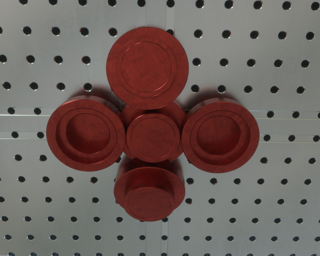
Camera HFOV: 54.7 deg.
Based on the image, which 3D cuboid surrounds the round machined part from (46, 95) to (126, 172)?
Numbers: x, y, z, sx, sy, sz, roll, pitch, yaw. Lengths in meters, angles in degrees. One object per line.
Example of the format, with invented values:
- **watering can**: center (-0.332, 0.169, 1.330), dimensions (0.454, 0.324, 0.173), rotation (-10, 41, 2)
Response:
- **round machined part**: center (-0.092, 0.004, 0.404), dimensions (0.099, 0.042, 0.097), rotation (0, 110, -1)

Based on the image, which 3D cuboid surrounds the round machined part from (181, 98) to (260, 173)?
- **round machined part**: center (0.076, 0.007, 0.407), dimensions (0.099, 0.042, 0.097), rotation (0, 110, -1)

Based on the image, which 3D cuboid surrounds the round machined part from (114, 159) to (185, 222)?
- **round machined part**: center (-0.014, 0.091, 0.425), dimensions (0.099, 0.042, 0.097), rotation (0, 125, 0)

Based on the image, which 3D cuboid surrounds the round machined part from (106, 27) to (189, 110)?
- **round machined part**: center (-0.015, -0.070, 0.366), dimensions (0.099, 0.042, 0.097), rotation (0, 96, 1)

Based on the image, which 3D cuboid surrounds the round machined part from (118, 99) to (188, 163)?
- **round machined part**: center (-0.009, 0.006, 0.405), dimensions (0.099, 0.042, 0.097), rotation (0, 110, -1)
